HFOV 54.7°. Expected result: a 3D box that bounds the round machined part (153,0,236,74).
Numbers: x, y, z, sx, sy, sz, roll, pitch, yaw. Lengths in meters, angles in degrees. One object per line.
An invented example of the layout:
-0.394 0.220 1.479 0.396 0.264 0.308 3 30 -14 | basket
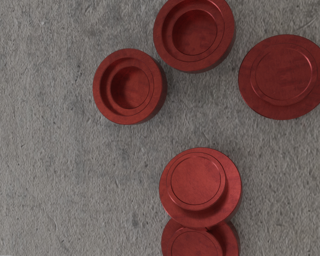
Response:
0.045 -0.116 0.384 0.098 0.042 0.097 0 90 20 | round machined part

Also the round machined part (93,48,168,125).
-0.036 -0.053 0.413 0.098 0.042 0.097 0 90 20 | round machined part

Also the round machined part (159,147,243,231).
0.045 0.067 0.363 0.098 0.042 0.098 -8 61 15 | round machined part

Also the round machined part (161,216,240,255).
0.047 0.149 0.383 0.098 0.042 0.097 0 90 20 | round machined part

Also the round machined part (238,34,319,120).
0.139 -0.058 0.351 0.098 0.042 0.097 0 90 20 | round machined part
